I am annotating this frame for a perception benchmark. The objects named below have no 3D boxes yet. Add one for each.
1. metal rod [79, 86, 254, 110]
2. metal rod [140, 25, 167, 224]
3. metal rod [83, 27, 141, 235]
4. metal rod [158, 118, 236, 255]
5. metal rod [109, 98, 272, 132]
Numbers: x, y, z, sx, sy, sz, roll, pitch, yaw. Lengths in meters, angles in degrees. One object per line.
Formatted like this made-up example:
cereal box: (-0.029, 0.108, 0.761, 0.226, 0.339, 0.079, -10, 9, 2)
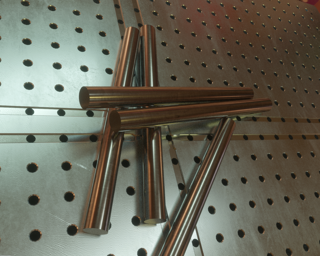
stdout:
metal rod: (0.034, -0.045, 0.429, 0.302, 0.025, 0.025, -6, 65, -40)
metal rod: (-0.012, -0.026, 0.418, 0.025, 0.025, 0.299, 11, 57, -23)
metal rod: (-0.053, -0.021, 0.393, 0.025, 0.025, 0.300, 18, 55, -18)
metal rod: (0.040, 0.093, 0.374, 0.025, 0.025, 0.301, 36, 51, -5)
metal rod: (0.066, -0.024, 0.438, 0.302, 0.025, 0.025, -8, 66, -39)
